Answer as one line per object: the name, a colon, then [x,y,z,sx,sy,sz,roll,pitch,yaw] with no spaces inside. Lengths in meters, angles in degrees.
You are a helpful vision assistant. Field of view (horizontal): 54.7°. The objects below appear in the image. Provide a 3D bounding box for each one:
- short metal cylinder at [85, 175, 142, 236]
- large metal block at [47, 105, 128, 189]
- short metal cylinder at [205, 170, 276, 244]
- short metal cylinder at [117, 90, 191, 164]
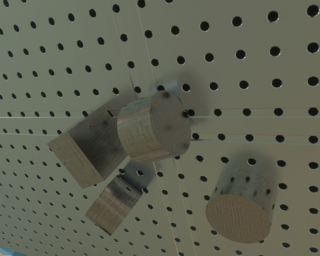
short metal cylinder: [-0.072,0.121,0.489,0.050,0.080,0.080,37,129,3]
large metal block: [-0.096,0.026,0.442,0.050,0.080,0.080,-25,105,37]
short metal cylinder: [0.105,0.102,0.402,0.080,0.050,0.079,13,124,21]
short metal cylinder: [-0.005,0.000,0.378,0.050,0.080,0.080,-18,109,35]
